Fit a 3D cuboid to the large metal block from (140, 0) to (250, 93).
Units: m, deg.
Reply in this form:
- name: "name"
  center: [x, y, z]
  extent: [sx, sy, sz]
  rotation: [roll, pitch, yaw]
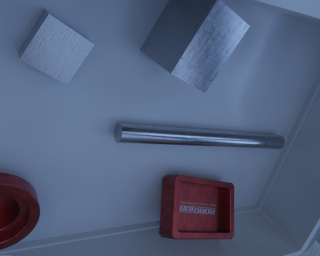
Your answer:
- name: "large metal block"
  center: [0.033, -0.096, 0.333]
  extent: [0.050, 0.080, 0.080]
  rotation: [23, 106, -37]

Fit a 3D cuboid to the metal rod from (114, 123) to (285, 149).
- name: "metal rod"
  center: [0.078, 0.015, 0.462]
  extent: [0.302, 0.025, 0.025]
  rotation: [4, 116, -31]

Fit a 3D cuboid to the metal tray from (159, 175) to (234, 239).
- name: "metal tray"
  center: [0.062, 0.126, 0.487]
  extent: [0.131, 0.030, 0.090]
  rotation: [14, 71, -34]

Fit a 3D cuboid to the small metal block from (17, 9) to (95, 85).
- name: "small metal block"
  center: [-0.102, -0.079, 0.305]
  extent: [0.050, 0.025, 0.050]
  rotation: [30, 102, -38]

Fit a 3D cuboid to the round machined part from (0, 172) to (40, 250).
- name: "round machined part"
  center: [-0.190, 0.089, 0.349]
  extent: [0.099, 0.042, 0.097]
  rotation: [-14, 125, -21]
